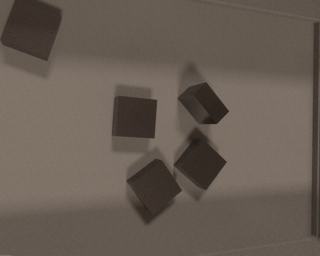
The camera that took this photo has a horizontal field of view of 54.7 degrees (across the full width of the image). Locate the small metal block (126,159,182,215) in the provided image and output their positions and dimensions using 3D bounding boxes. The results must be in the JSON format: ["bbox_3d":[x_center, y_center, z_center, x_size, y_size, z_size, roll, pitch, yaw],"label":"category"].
[{"bbox_3d":[-0.008,0.076,0.409,0.050,0.025,0.050,-36,102,-17],"label":"small metal block"}]

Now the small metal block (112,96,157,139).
[{"bbox_3d":[-0.033,-0.013,0.399,0.050,0.025,0.050,4,89,-20],"label":"small metal block"}]

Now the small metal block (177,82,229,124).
[{"bbox_3d":[0.057,-0.032,0.420,0.025,0.050,0.050,-45,104,-15],"label":"small metal block"}]

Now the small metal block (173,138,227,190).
[{"bbox_3d":[0.056,0.050,0.433,0.050,0.025,0.050,43,76,-15],"label":"small metal block"}]

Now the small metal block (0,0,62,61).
[{"bbox_3d":[-0.147,-0.112,0.356,0.050,0.025,0.050,19,84,-20],"label":"small metal block"}]
